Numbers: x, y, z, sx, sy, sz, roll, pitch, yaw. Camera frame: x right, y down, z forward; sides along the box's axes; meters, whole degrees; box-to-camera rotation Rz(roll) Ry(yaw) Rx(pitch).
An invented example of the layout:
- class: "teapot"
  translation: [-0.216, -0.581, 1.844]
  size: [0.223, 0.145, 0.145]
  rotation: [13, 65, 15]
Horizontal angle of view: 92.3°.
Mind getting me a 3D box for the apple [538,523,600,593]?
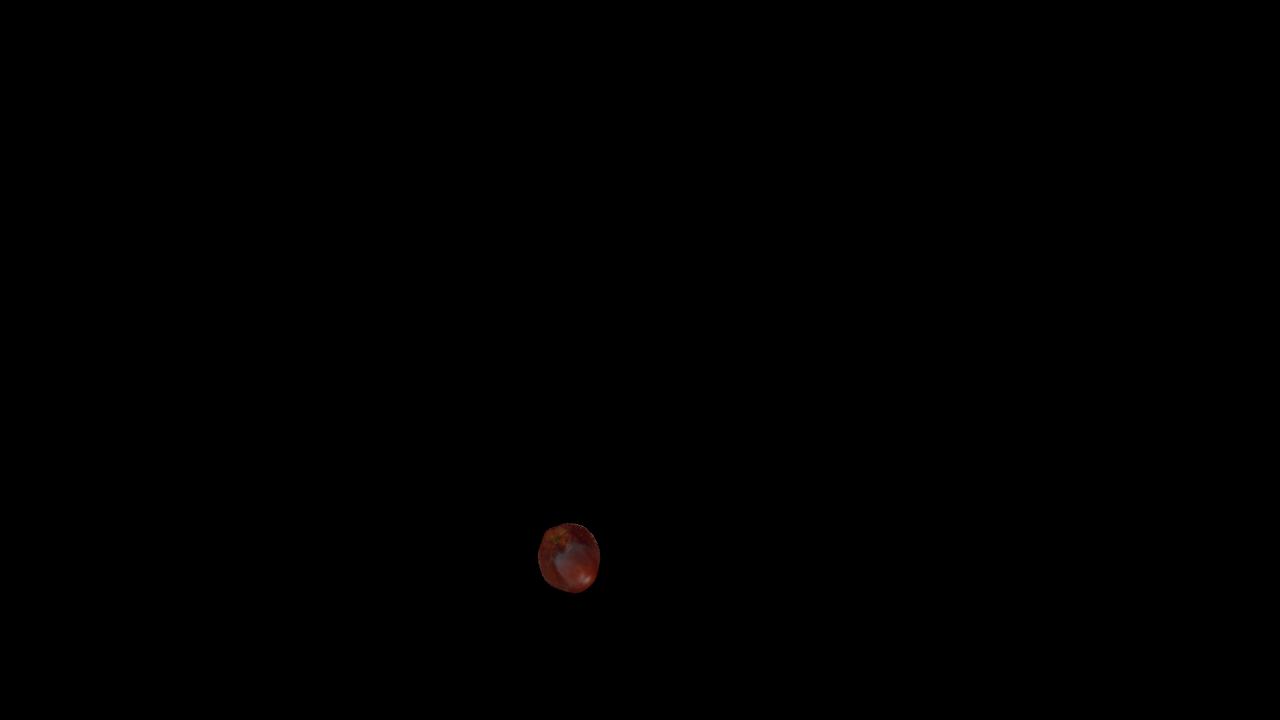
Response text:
- class: "apple"
  translation: [-0.087, 0.246, 0.769]
  size: [0.079, 0.093, 0.079]
  rotation: [-15, 37, 12]
